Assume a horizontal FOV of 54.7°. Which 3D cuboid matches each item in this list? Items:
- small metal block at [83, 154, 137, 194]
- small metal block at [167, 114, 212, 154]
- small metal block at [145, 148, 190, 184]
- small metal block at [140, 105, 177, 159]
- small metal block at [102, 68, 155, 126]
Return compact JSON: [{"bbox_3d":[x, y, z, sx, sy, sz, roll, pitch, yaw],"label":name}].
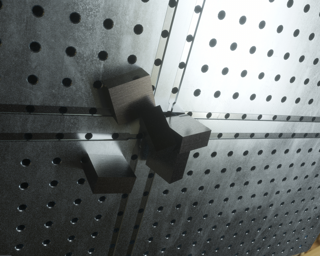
[{"bbox_3d":[-0.065,0.058,0.397,0.050,0.050,0.025,6,115,-32],"label":"small metal block"},{"bbox_3d":[0.031,0.006,0.412,0.050,0.050,0.025,-12,125,-37],"label":"small metal block"},{"bbox_3d":[0.010,0.039,0.423,0.025,0.050,0.050,-13,126,-43],"label":"small metal block"},{"bbox_3d":[-0.004,0.006,0.376,0.025,0.050,0.050,-21,168,-10],"label":"small metal block"},{"bbox_3d":[-0.036,-0.038,0.370,0.050,0.025,0.050,-22,127,-16],"label":"small metal block"}]
